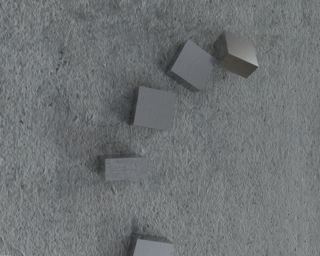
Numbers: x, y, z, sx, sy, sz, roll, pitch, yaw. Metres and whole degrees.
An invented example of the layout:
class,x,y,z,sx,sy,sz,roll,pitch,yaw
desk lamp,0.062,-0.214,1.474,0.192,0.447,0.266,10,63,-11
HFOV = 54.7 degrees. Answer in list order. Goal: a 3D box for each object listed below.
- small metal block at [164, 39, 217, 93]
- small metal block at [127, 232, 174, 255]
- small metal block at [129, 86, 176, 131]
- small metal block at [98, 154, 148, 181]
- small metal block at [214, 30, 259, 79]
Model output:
class,x,y,z,sx,sy,sz,roll,pitch,yaw
small metal block,0.042,-0.084,0.424,0.050,0.025,0.050,32,80,-17
small metal block,-0.016,0.168,0.403,0.050,0.025,0.050,16,85,-20
small metal block,-0.010,-0.024,0.405,0.050,0.025,0.050,10,87,-20
small metal block,-0.046,0.047,0.379,0.050,0.050,0.025,0,90,-20
small metal block,0.106,-0.103,0.434,0.050,0.025,0.050,17,50,-21
